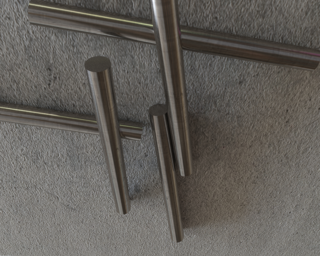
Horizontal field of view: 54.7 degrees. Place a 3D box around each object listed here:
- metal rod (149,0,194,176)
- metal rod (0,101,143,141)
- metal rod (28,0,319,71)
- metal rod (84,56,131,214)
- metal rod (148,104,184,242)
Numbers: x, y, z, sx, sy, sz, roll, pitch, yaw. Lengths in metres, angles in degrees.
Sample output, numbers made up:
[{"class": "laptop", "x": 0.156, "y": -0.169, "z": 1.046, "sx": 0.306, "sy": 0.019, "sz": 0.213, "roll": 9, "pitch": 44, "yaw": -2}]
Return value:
[{"class": "metal rod", "x": 0.018, "y": -0.038, "z": 0.350, "sx": 0.025, "sy": 0.025, "sz": 0.299, "roll": -6, "pitch": 138, "yaw": 5}, {"class": "metal rod", "x": -0.173, "y": -0.017, "z": 0.390, "sx": 0.302, "sy": 0.025, "sz": 0.025, "roll": 8, "pitch": 130, "yaw": -8}, {"class": "metal rod", "x": 0.022, "y": -0.095, "z": 0.325, "sx": 0.302, "sy": 0.025, "sz": 0.025, "roll": 8, "pitch": 130, "yaw": -7}, {"class": "metal rod", "x": -0.060, "y": 0.036, "z": 0.408, "sx": 0.025, "sy": 0.025, "sz": 0.298, "roll": 0, "pitch": 139, "yaw": 0}, {"class": "metal rod", "x": 0.015, "y": 0.090, "z": 0.483, "sx": 0.025, "sy": 0.025, "sz": 0.298, "roll": -5, "pitch": 130, "yaw": 4}]
